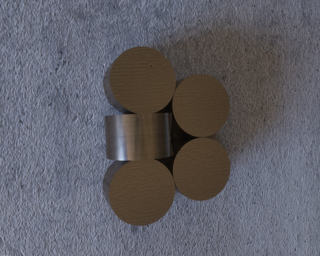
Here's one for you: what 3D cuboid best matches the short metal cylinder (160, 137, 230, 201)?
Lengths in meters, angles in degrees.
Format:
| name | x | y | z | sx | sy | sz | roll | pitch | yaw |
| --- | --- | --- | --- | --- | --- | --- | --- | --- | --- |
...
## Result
| name | x | y | z | sx | sy | sz | roll | pitch | yaw |
| --- | --- | --- | --- | --- | --- | --- | --- | --- | --- |
| short metal cylinder | 0.045 | 0.051 | 0.413 | 0.081 | 0.050 | 0.080 | 0 | 91 | -19 |

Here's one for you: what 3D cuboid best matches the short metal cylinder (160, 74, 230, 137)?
| name | x | y | z | sx | sy | sz | roll | pitch | yaw |
| --- | --- | --- | --- | --- | --- | --- | --- | --- | --- |
| short metal cylinder | 0.044 | -0.029 | 0.412 | 0.081 | 0.050 | 0.080 | 0 | 91 | -20 |

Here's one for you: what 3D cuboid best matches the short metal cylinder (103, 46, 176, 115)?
| name | x | y | z | sx | sy | sz | roll | pitch | yaw |
| --- | --- | --- | --- | --- | --- | --- | --- | --- | --- |
| short metal cylinder | -0.027 | -0.056 | 0.387 | 0.081 | 0.050 | 0.080 | 0 | 90 | -19 |

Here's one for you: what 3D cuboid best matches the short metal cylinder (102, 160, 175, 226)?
| name | x | y | z | sx | sy | sz | roll | pitch | yaw |
| --- | --- | --- | --- | --- | --- | --- | --- | --- | --- |
| short metal cylinder | -0.028 | 0.075 | 0.387 | 0.081 | 0.050 | 0.080 | 0 | 90 | -19 |

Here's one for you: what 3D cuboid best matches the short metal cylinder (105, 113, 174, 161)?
| name | x | y | z | sx | sy | sz | roll | pitch | yaw |
| --- | --- | --- | --- | --- | --- | --- | --- | --- | --- |
| short metal cylinder | -0.025 | 0.009 | 0.372 | 0.081 | 0.080 | 0.050 | -3 | 92 | -20 |
